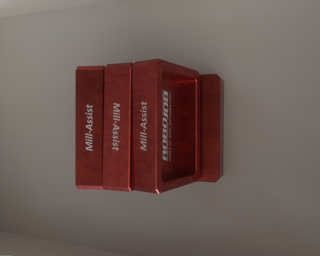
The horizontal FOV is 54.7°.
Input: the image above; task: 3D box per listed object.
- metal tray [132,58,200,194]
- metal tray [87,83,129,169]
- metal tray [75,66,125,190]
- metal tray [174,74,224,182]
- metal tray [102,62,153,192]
[{"bbox_3d":[0.010,-0.002,0.336,0.030,0.091,0.129,0,90,34],"label":"metal tray"},{"bbox_3d":[-0.053,-0.002,0.424,0.090,0.030,0.129,1,90,20],"label":"metal tray"},{"bbox_3d":[-0.067,0.000,0.363,0.030,0.090,0.129,0,90,7],"label":"metal tray"},{"bbox_3d":[0.033,0.000,0.394,0.090,0.030,0.129,1,90,20],"label":"metal tray"},{"bbox_3d":[-0.028,0.000,0.351,0.030,0.090,0.129,0,88,20],"label":"metal tray"}]
